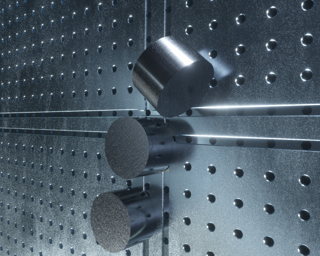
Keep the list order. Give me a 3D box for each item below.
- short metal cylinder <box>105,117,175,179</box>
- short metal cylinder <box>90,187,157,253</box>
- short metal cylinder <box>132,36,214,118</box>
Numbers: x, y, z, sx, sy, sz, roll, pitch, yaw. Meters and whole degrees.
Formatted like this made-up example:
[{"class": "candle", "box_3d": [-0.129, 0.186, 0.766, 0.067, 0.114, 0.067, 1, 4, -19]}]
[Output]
[{"class": "short metal cylinder", "box_3d": [-0.028, 0.025, 0.414, 0.080, 0.050, 0.079, 0, 90, 39]}, {"class": "short metal cylinder", "box_3d": [-0.052, 0.126, 0.434, 0.080, 0.050, 0.079, 0, 90, 39]}, {"class": "short metal cylinder", "box_3d": [0.015, -0.058, 0.359, 0.050, 0.081, 0.080, 49, 119, 28]}]
